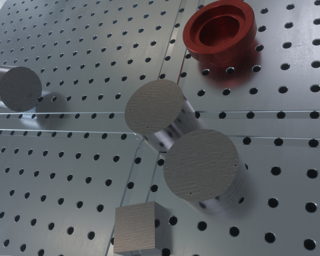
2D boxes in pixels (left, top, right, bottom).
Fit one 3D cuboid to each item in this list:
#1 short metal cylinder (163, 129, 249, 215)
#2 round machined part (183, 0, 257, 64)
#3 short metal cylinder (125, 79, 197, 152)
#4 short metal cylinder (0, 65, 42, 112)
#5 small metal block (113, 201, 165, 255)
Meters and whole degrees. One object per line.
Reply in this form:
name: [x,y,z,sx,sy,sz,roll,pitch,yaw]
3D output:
short metal cylinder: [0.051,0.048,0.336,0.080,0.050,0.080,-13,56,21]
round machined part: [0.085,-0.128,0.432,0.098,0.042,0.098,-13,56,21]
short metal cylinder: [0.002,-0.016,0.401,0.080,0.050,0.080,-13,56,21]
short metal cylinder: [-0.262,-0.071,0.555,0.050,0.080,0.080,11,67,33]
small metal block: [-0.023,0.114,0.350,0.050,0.025,0.050,-15,56,20]
